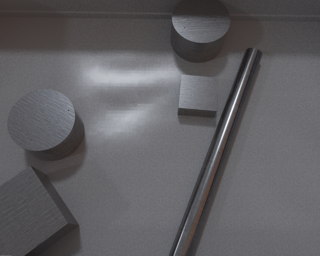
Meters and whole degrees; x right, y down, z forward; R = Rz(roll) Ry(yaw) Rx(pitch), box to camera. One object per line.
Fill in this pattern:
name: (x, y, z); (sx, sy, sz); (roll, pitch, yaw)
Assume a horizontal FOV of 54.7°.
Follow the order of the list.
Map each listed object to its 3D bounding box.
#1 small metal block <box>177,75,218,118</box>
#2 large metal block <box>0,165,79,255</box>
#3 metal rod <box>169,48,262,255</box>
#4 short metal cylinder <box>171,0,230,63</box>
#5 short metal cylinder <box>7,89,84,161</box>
small metal block: (0.052, -0.043, 0.426); (0.050, 0.025, 0.050); (5, 70, 1)
large metal block: (-0.155, 0.104, 0.357); (0.080, 0.050, 0.080); (-36, 74, -12)
metal rod: (0.079, 0.021, 0.402); (0.025, 0.025, 0.300); (21, 71, 7)
short metal cylinder: (0.057, -0.142, 0.449); (0.081, 0.050, 0.080); (0, 70, 0)
short metal cylinder: (-0.143, -0.003, 0.396); (0.081, 0.050, 0.080); (0, 70, 0)
